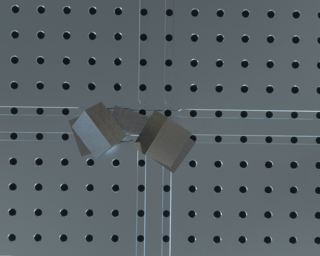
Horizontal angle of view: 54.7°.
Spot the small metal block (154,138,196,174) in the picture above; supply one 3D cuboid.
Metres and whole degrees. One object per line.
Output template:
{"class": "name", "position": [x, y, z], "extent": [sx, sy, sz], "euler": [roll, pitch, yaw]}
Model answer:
{"class": "small metal block", "position": [0.012, 0.024, 0.414], "extent": [0.050, 0.025, 0.050], "euler": [36, 90, -1]}

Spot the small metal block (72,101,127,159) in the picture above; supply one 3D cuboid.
{"class": "small metal block", "position": [-0.074, 0.004, 0.372], "extent": [0.025, 0.050, 0.050], "euler": [-37, 91, -39]}

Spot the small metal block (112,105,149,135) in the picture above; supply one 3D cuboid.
{"class": "small metal block", "position": [-0.035, -0.008, 0.400], "extent": [0.050, 0.050, 0.025], "euler": [19, 90, -1]}

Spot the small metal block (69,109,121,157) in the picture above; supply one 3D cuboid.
{"class": "small metal block", "position": [-0.086, 0.005, 0.412], "extent": [0.050, 0.025, 0.050], "euler": [-19, 90, -1]}

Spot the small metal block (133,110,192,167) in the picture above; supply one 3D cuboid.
{"class": "small metal block", "position": [0.004, 0.014, 0.374], "extent": [0.050, 0.025, 0.050], "euler": [32, 89, -45]}
